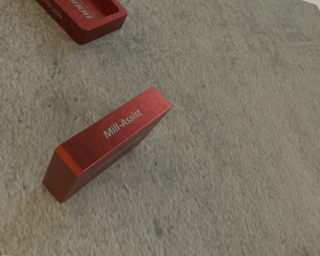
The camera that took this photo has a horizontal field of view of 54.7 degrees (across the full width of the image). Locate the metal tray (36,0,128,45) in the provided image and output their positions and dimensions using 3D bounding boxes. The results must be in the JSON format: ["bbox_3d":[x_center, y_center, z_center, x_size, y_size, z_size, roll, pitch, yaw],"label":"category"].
[{"bbox_3d":[-0.123,-0.189,0.450,0.130,0.030,0.091,46,51,4],"label":"metal tray"}]

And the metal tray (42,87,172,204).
[{"bbox_3d":[-0.053,0.016,0.324,0.030,0.090,0.131,48,51,5],"label":"metal tray"}]
